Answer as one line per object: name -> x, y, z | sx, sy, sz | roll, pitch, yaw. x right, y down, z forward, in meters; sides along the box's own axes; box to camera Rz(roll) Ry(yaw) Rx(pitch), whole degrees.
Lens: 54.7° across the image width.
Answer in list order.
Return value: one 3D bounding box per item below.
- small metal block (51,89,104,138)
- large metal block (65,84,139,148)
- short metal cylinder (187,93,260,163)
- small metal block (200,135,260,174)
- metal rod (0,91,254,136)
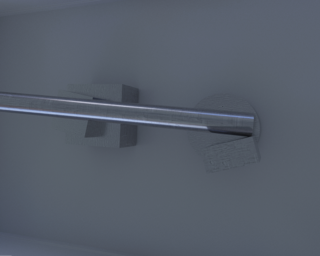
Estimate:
small metal block -> -0.104, -0.018, 0.391 | 0.050, 0.025, 0.050 | 14, 94, 19
large metal block -> -0.078, -0.017, 0.420 | 0.080, 0.050, 0.079 | 3, 91, 19
short metal cylinder -> 0.077, 0.001, 0.368 | 0.080, 0.050, 0.079 | 0, 90, 19
small metal block -> 0.073, 0.026, 0.315 | 0.050, 0.050, 0.025 | -15, 85, 19
metal rod -> -0.051, -0.018, 0.351 | 0.301, 0.025, 0.025 | 6, 92, 11
